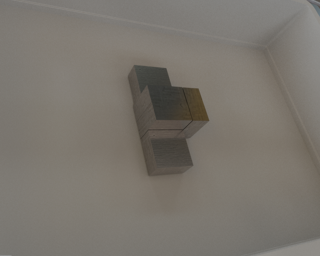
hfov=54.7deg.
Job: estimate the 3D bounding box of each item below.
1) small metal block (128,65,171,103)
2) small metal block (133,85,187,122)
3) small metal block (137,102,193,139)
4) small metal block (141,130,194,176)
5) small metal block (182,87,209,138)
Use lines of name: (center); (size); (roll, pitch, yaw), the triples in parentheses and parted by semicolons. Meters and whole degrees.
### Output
small metal block: (-0.013, -0.058, 0.432); (0.050, 0.025, 0.050); (0, 62, -28)
small metal block: (-0.001, -0.031, 0.405); (0.050, 0.050, 0.025); (0, 62, -28)
small metal block: (0.005, -0.009, 0.395); (0.050, 0.050, 0.025); (0, 62, -28)
small metal block: (0.008, 0.030, 0.389); (0.050, 0.025, 0.050); (0, 62, -28)
small metal block: (0.036, -0.019, 0.418); (0.025, 0.050, 0.050); (0, 62, -28)
